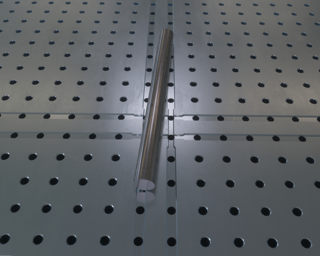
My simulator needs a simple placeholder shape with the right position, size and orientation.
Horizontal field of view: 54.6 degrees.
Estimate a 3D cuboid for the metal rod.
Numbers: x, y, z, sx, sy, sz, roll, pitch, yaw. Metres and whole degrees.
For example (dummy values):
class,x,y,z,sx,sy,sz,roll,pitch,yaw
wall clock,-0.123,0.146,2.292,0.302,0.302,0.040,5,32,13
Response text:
class,x,y,z,sx,sy,sz,roll,pitch,yaw
metal rod,-0.003,-0.049,0.449,0.025,0.025,0.300,4,50,4
